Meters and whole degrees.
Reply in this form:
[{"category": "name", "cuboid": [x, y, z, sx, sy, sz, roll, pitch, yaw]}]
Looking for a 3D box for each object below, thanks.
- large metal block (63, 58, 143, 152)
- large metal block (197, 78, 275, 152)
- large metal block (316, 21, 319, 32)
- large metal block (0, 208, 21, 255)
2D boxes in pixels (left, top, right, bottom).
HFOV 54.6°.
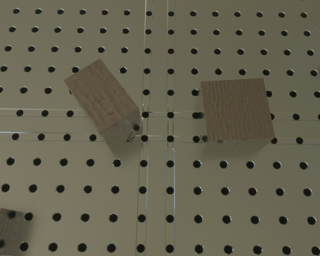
[{"category": "large metal block", "cuboid": [-0.068, -0.026, 0.392, 0.050, 0.080, 0.080, -35, 74, -12]}, {"category": "large metal block", "cuboid": [0.095, -0.016, 0.405, 0.080, 0.050, 0.080, -3, 70, -1]}, {"category": "large metal block", "cuboid": [0.290, -0.164, 0.444, 0.080, 0.080, 0.050, -20, 71, -7]}, {"category": "large metal block", "cuboid": [-0.218, 0.129, 0.350, 0.080, 0.050, 0.080, 6, 70, 2]}]
